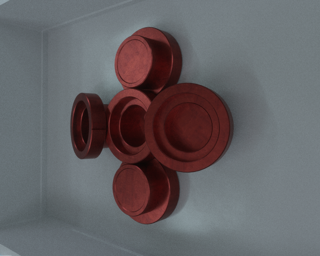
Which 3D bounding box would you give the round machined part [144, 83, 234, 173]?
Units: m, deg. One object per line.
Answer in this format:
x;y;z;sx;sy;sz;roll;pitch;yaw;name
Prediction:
0.035;0.000;0.354;0.098;0.042;0.097;0;90;23;round machined part

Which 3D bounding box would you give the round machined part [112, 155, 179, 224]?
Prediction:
-0.026;0.080;0.415;0.098;0.042;0.097;0;90;40;round machined part

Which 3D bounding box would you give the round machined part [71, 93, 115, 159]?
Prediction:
-0.099;-0.003;0.465;0.098;0.042;0.097;0;89;57;round machined part

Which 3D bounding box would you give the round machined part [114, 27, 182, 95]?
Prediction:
-0.023;-0.085;0.412;0.098;0.042;0.097;0;90;40;round machined part

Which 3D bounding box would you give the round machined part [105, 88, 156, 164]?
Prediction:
-0.027;-0.003;0.415;0.098;0.042;0.097;0;90;40;round machined part
